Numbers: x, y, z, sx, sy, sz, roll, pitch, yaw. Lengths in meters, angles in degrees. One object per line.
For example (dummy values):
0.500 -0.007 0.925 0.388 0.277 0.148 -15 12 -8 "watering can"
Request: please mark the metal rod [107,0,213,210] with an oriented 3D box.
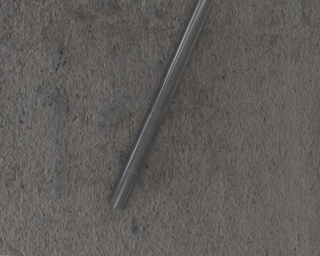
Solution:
0.003 -0.038 0.410 0.025 0.025 0.299 26 81 -18 "metal rod"
